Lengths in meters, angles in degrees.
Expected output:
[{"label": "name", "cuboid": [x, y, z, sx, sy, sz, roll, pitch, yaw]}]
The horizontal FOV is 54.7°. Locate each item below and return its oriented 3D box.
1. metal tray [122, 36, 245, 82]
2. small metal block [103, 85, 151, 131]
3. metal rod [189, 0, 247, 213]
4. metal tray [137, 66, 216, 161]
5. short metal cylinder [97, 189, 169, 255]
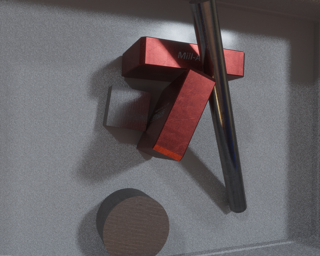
[{"label": "metal tray", "cuboid": [0.026, -0.079, 0.386, 0.131, 0.090, 0.030, 3, 89, -20]}, {"label": "small metal block", "cuboid": [-0.042, -0.024, 0.396, 0.050, 0.025, 0.050, 9, 87, -20]}, {"label": "metal rod", "cuboid": [0.078, -0.003, 0.375, 0.025, 0.025, 0.298, -30, 125, -18]}, {"label": "metal tray", "cuboid": [0.012, -0.011, 0.358, 0.030, 0.130, 0.090, 26, 81, -9]}, {"label": "short metal cylinder", "cuboid": [-0.035, 0.119, 0.385, 0.081, 0.050, 0.079, 0, 90, -20]}]
